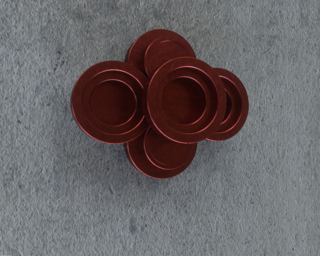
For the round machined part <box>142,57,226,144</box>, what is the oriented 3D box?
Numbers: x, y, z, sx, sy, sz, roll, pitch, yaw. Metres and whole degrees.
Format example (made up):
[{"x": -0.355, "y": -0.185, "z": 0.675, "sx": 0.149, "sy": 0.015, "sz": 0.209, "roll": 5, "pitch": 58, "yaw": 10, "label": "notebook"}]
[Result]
[{"x": 0.025, "y": -0.031, "z": 0.366, "sx": 0.099, "sy": 0.042, "sz": 0.097, "roll": 0, "pitch": 91, "yaw": -21, "label": "round machined part"}]

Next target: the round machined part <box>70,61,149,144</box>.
[{"x": -0.059, "y": -0.030, "z": 0.380, "sx": 0.099, "sy": 0.042, "sz": 0.097, "roll": 0, "pitch": 90, "yaw": -21, "label": "round machined part"}]

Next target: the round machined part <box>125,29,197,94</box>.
[{"x": 0.006, "y": -0.081, "z": 0.404, "sx": 0.099, "sy": 0.042, "sz": 0.097, "roll": 0, "pitch": 90, "yaw": -21, "label": "round machined part"}]

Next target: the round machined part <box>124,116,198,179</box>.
[{"x": 0.006, "y": 0.018, "z": 0.404, "sx": 0.099, "sy": 0.042, "sz": 0.097, "roll": 0, "pitch": 90, "yaw": -21, "label": "round machined part"}]

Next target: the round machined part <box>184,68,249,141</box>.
[{"x": 0.069, "y": -0.031, "z": 0.428, "sx": 0.099, "sy": 0.042, "sz": 0.097, "roll": 0, "pitch": 90, "yaw": -21, "label": "round machined part"}]
